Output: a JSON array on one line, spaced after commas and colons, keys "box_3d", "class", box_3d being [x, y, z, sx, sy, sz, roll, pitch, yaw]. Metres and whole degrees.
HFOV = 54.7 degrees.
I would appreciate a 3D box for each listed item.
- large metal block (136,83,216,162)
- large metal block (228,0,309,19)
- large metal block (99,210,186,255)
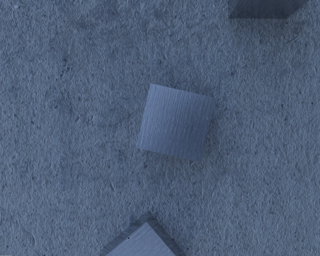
[{"box_3d": [0.019, -0.006, 0.397, 0.080, 0.050, 0.080, 13, 90, 0], "class": "large metal block"}, {"box_3d": [0.134, -0.174, 0.383, 0.081, 0.080, 0.050, 0, 90, 0], "class": "large metal block"}, {"box_3d": [-0.021, 0.169, 0.397, 0.080, 0.050, 0.080, -40, 90, 0], "class": "large metal block"}]
